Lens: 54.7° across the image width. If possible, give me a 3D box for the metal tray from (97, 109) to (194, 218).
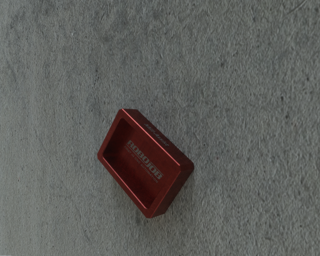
[{"bbox_3d":[-0.025,0.044,0.422,0.130,0.030,0.089,43,116,31],"label":"metal tray"}]
